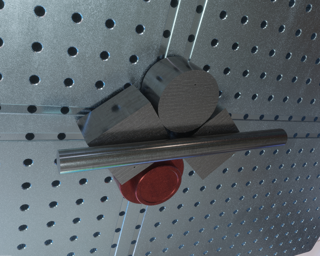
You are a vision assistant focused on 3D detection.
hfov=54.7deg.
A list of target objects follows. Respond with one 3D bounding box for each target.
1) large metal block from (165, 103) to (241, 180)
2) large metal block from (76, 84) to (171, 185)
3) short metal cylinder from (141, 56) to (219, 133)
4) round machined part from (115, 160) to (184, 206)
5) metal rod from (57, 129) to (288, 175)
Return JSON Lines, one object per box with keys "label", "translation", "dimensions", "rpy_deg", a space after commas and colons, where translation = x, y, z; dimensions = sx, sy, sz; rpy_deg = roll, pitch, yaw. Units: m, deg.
{"label": "large metal block", "translation": [0.060, 0.012, 0.427], "dimensions": [0.080, 0.050, 0.080], "rpy_deg": [-40, 130, 0]}
{"label": "large metal block", "translation": [-0.039, 0.008, 0.374], "dimensions": [0.080, 0.050, 0.080], "rpy_deg": [-35, 131, -6]}
{"label": "short metal cylinder", "translation": [0.024, -0.041, 0.378], "dimensions": [0.081, 0.050, 0.079], "rpy_deg": [-14, 124, -21]}
{"label": "round machined part", "translation": [-0.009, 0.069, 0.433], "dimensions": [0.099, 0.042, 0.097], "rpy_deg": [-14, 124, -21]}
{"label": "metal rod", "translation": [0.035, 0.023, 0.373], "dimensions": [0.303, 0.025, 0.025], "rpy_deg": [-4, 121, -26]}
